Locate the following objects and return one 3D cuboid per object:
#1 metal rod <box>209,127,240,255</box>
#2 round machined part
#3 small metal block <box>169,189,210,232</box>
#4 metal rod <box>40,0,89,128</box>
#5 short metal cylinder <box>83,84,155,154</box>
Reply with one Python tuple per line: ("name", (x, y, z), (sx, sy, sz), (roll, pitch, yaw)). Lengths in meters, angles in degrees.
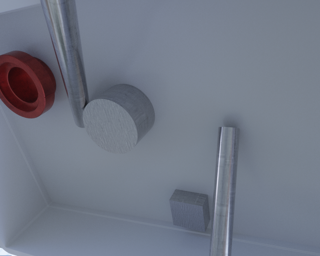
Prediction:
("metal rod", (0.070, 0.148, 0.359), (0.025, 0.025, 0.298), (3, 86, 26))
("round machined part", (-0.194, -0.066, 0.456), (0.098, 0.042, 0.097), (13, 124, 20))
("small metal block", (0.045, 0.122, 0.459), (0.050, 0.025, 0.050), (5, 121, 25))
("metal rod", (-0.092, -0.062, 0.324), (0.025, 0.025, 0.299), (35, 159, 4))
("short metal cylinder", (-0.054, -0.012, 0.412), (0.080, 0.050, 0.079), (13, 124, 20))
